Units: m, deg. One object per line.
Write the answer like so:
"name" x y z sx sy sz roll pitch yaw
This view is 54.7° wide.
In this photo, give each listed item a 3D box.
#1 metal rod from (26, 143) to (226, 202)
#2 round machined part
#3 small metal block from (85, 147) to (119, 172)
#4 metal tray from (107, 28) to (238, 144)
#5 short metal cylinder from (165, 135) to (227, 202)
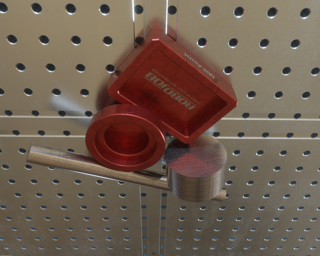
"metal rod" -0.030 0.069 0.444 0.302 0.025 0.025 17 129 -25
"round machined part" -0.042 0.008 0.396 0.099 0.042 0.097 1 130 1
"small metal block" -0.076 0.036 0.441 0.050 0.025 0.050 22 127 -18
"metal tray" 0.016 -0.044 0.370 0.130 0.030 0.090 33 122 -25
"short metal cylinder" 0.048 0.053 0.419 0.080 0.080 0.050 -3 130 2
